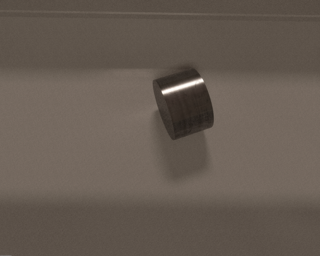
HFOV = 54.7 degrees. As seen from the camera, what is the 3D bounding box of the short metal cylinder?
[{"bbox_3d":[0.028,-0.030,0.392,0.050,0.080,0.080,-19,71,-7],"label":"short metal cylinder"}]
